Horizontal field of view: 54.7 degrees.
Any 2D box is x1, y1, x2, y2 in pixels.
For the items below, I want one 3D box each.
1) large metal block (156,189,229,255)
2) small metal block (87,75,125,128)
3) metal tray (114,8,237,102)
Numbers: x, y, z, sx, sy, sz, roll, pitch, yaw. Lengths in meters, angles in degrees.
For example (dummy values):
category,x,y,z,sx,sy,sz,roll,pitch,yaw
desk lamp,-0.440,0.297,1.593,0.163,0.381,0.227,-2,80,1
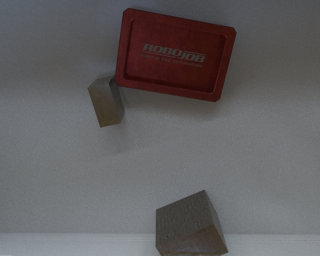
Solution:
category,x,y,z,sx,sy,sz,roll,pitch,yaw
large metal block,0.041,0.142,0.435,0.080,0.080,0.050,-25,109,8
small metal block,-0.065,-0.034,0.384,0.025,0.050,0.050,-13,110,4
metal tray,0.016,-0.087,0.376,0.131,0.030,0.089,9,110,-4
